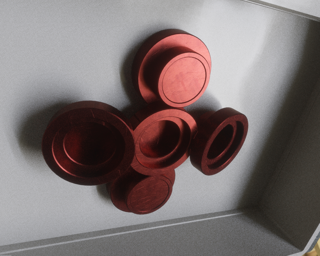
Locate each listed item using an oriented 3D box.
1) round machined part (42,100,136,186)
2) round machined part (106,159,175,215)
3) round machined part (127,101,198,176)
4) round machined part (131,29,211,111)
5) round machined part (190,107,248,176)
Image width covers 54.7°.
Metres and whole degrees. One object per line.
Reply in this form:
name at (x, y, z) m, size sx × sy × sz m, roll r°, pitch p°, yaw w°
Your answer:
round machined part at (-0.078, 0.014, 0.351) m, size 0.099 × 0.042 × 0.097 m, roll -4°, pitch 117°, yaw -7°
round machined part at (-0.022, 0.082, 0.434) m, size 0.099 × 0.042 × 0.097 m, roll -14°, pitch 124°, yaw -21°
round machined part at (-0.004, 0.010, 0.398) m, size 0.099 × 0.042 × 0.097 m, roll -14°, pitch 124°, yaw -21°
round machined part at (0.019, -0.063, 0.367) m, size 0.099 × 0.042 × 0.097 m, roll -14°, pitch 124°, yaw -21°
round machined part at (0.076, 0.015, 0.435) m, size 0.099 × 0.042 × 0.097 m, roll -28°, pitch 135°, yaw -31°
